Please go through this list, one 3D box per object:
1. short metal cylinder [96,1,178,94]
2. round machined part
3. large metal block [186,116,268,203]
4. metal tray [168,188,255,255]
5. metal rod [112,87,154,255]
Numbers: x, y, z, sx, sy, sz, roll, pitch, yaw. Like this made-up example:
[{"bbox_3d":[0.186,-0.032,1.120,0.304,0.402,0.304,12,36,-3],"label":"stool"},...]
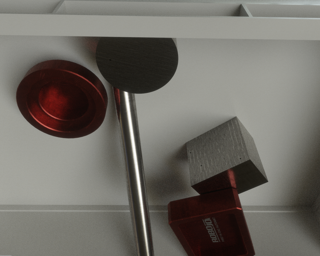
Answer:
[{"bbox_3d":[-0.022,-0.083,0.322,0.081,0.050,0.079,0,130,0],"label":"short metal cylinder"},{"bbox_3d":[-0.111,-0.037,0.365,0.099,0.042,0.097,-1,130,0],"label":"round machined part"},{"bbox_3d":[0.085,0.043,0.411,0.080,0.080,0.050,-30,124,22],"label":"large metal block"},{"bbox_3d":[0.073,0.139,0.421,0.090,0.030,0.130,-15,130,11],"label":"metal tray"},{"bbox_3d":[-0.029,0.092,0.406,0.025,0.025,0.298,-5,105,4],"label":"metal rod"}]
